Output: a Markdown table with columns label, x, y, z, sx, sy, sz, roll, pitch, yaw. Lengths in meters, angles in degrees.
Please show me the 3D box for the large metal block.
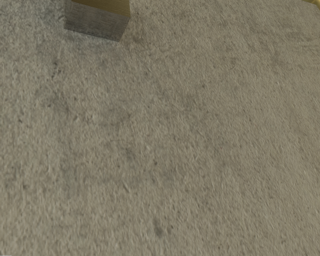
| label | x | y | z | sx | sy | sz | roll | pitch | yaw |
| --- | --- | --- | --- | --- | --- | --- | --- | --- | --- |
| large metal block | -0.092 | -0.181 | 0.450 | 0.081 | 0.050 | 0.080 | 7 | 59 | -25 |
